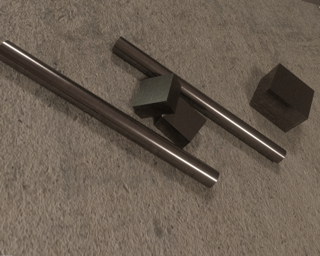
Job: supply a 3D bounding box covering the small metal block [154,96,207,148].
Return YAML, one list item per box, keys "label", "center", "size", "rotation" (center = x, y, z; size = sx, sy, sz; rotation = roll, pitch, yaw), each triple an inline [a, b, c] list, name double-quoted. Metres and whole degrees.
- label: "small metal block"
  center: [0.029, -0.007, 0.425]
  size: [0.050, 0.025, 0.050]
  rotation: [42, 51, 0]

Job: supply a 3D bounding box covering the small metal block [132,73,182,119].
- label: "small metal block"
  center: [-0.003, -0.042, 0.410]
  size: [0.025, 0.050, 0.050]
  rotation: [55, 38, -42]

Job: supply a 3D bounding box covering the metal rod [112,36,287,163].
- label: "metal rod"
  center: [0.062, -0.039, 0.462]
  size: [0.301, 0.025, 0.025]
  rotation: [34, 51, -7]

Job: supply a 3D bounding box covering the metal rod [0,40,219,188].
- label: "metal rod"
  center: [-0.057, -0.012, 0.381]
  size: [0.301, 0.025, 0.025]
  rotation: [32, 51, -8]

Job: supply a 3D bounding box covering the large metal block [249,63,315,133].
- label: "large metal block"
  center: [0.213, -0.053, 0.537]
  size: [0.080, 0.050, 0.080]
  rotation: [38, 51, -4]
